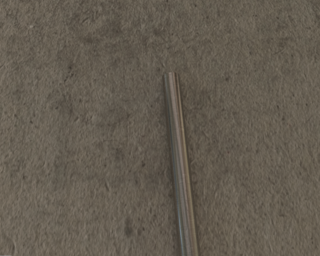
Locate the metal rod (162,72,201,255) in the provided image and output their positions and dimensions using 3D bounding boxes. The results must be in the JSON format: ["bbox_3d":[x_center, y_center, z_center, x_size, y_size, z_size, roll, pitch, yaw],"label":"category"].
[{"bbox_3d":[0.027,0.068,0.383,0.025,0.025,0.299,-4,70,-2],"label":"metal rod"}]
